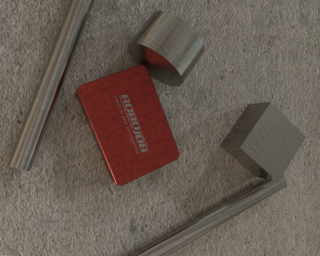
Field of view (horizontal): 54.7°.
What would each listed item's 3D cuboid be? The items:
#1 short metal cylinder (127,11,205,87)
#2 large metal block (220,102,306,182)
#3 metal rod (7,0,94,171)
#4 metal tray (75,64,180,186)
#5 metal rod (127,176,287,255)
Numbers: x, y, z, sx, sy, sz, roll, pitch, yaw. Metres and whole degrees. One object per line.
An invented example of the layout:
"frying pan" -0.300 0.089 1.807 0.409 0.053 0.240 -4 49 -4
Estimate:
"short metal cylinder" 0.007 -0.096 0.383 0.080 0.080 0.050 37 78 -17
"large metal block" 0.150 0.020 0.453 0.080 0.050 0.080 41 77 -16
"metal rod" -0.113 -0.096 0.367 0.025 0.025 0.299 21 83 -19
"metal tray" -0.039 -0.005 0.393 0.091 0.030 0.129 -24 98 -19
"metal rod" 0.056 0.136 0.431 0.302 0.025 0.025 -23 98 -19
